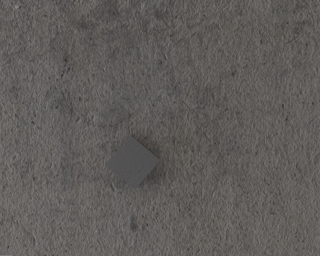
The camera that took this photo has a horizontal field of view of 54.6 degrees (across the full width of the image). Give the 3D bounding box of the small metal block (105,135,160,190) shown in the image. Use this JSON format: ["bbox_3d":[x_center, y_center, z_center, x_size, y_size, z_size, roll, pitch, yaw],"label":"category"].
[{"bbox_3d":[-0.035,0.044,0.410,0.050,0.025,0.050,40,90,0],"label":"small metal block"}]
